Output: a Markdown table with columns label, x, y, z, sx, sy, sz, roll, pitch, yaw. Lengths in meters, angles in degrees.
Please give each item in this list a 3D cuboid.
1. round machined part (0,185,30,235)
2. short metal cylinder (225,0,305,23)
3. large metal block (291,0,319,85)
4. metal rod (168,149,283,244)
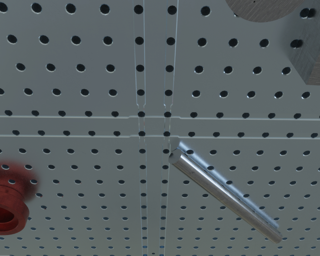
| label | x | y | z | sx | sy | sz | roll | pitch | yaw |
| --- | --- | --- | --- | --- | --- | --- | --- | --- | --- |
| round machined part | -0.265 | 0.131 | 0.509 | 0.099 | 0.042 | 0.097 | -1 | 130 | 0 |
| short metal cylinder | 0.091 | -0.142 | 0.275 | 0.081 | 0.050 | 0.079 | 0 | 130 | 0 |
| large metal block | 0.197 | -0.090 | 0.322 | 0.081 | 0.050 | 0.079 | 2 | 130 | -3 |
| metal rod | 0.122 | 0.125 | 0.520 | 0.025 | 0.025 | 0.301 | -35 | 123 | 25 |
